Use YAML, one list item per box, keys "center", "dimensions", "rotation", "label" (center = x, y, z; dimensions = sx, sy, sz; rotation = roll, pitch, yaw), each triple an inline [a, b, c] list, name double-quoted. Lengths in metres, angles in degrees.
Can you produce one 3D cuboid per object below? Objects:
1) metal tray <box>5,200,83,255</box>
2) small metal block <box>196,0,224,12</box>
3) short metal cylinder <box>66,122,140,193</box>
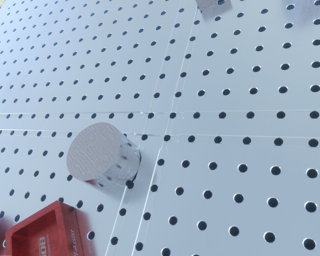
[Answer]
- center: [-0.140, 0.166, 0.376]
  dimensions: [0.090, 0.030, 0.130]
  rotation: [-31, 52, 8]
  label: "metal tray"
- center: [0.079, -0.225, 0.505]
  dimensions: [0.050, 0.025, 0.050]
  rotation: [-22, 53, 14]
  label: "small metal block"
- center: [-0.074, 0.039, 0.407]
  dimensions: [0.080, 0.050, 0.080]
  rotation: [-13, 56, 21]
  label: "short metal cylinder"
